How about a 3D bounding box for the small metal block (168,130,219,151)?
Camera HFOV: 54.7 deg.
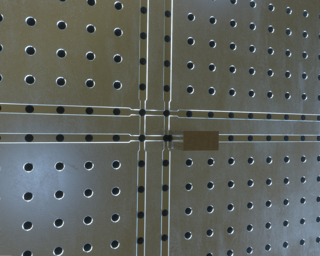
[{"bbox_3d":[0.044,0.016,0.417,0.050,0.050,0.025,1,90,-20],"label":"small metal block"}]
